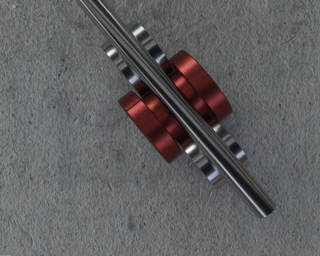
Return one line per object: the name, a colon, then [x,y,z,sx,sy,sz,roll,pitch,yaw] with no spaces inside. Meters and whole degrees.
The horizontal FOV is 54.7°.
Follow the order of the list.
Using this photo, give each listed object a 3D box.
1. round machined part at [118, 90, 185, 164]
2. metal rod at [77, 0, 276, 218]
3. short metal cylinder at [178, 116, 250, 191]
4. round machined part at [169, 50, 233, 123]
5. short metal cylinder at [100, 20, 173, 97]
round machined part: [-0.004,-0.007,0.373,0.042,0.098,0.098,-39,91,-4]
metal rod: [0.018,-0.026,0.332,0.025,0.025,0.300,-40,91,0]
short metal cylinder: [0.065,0.030,0.384,0.050,0.080,0.080,-39,91,0]
round machined part: [0.040,-0.043,0.375,0.042,0.098,0.098,-39,90,5]
short metal cylinder: [-0.028,-0.084,0.383,0.050,0.080,0.080,-39,91,0]
